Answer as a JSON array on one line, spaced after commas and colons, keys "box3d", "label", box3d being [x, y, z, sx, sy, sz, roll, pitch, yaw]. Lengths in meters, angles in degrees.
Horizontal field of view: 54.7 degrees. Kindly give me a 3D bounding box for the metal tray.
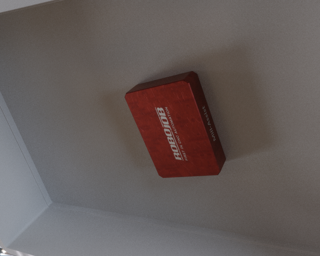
[{"box3d": [0.021, 0.001, 0.394, 0.090, 0.030, 0.129, -9, 114, 31], "label": "metal tray"}]
